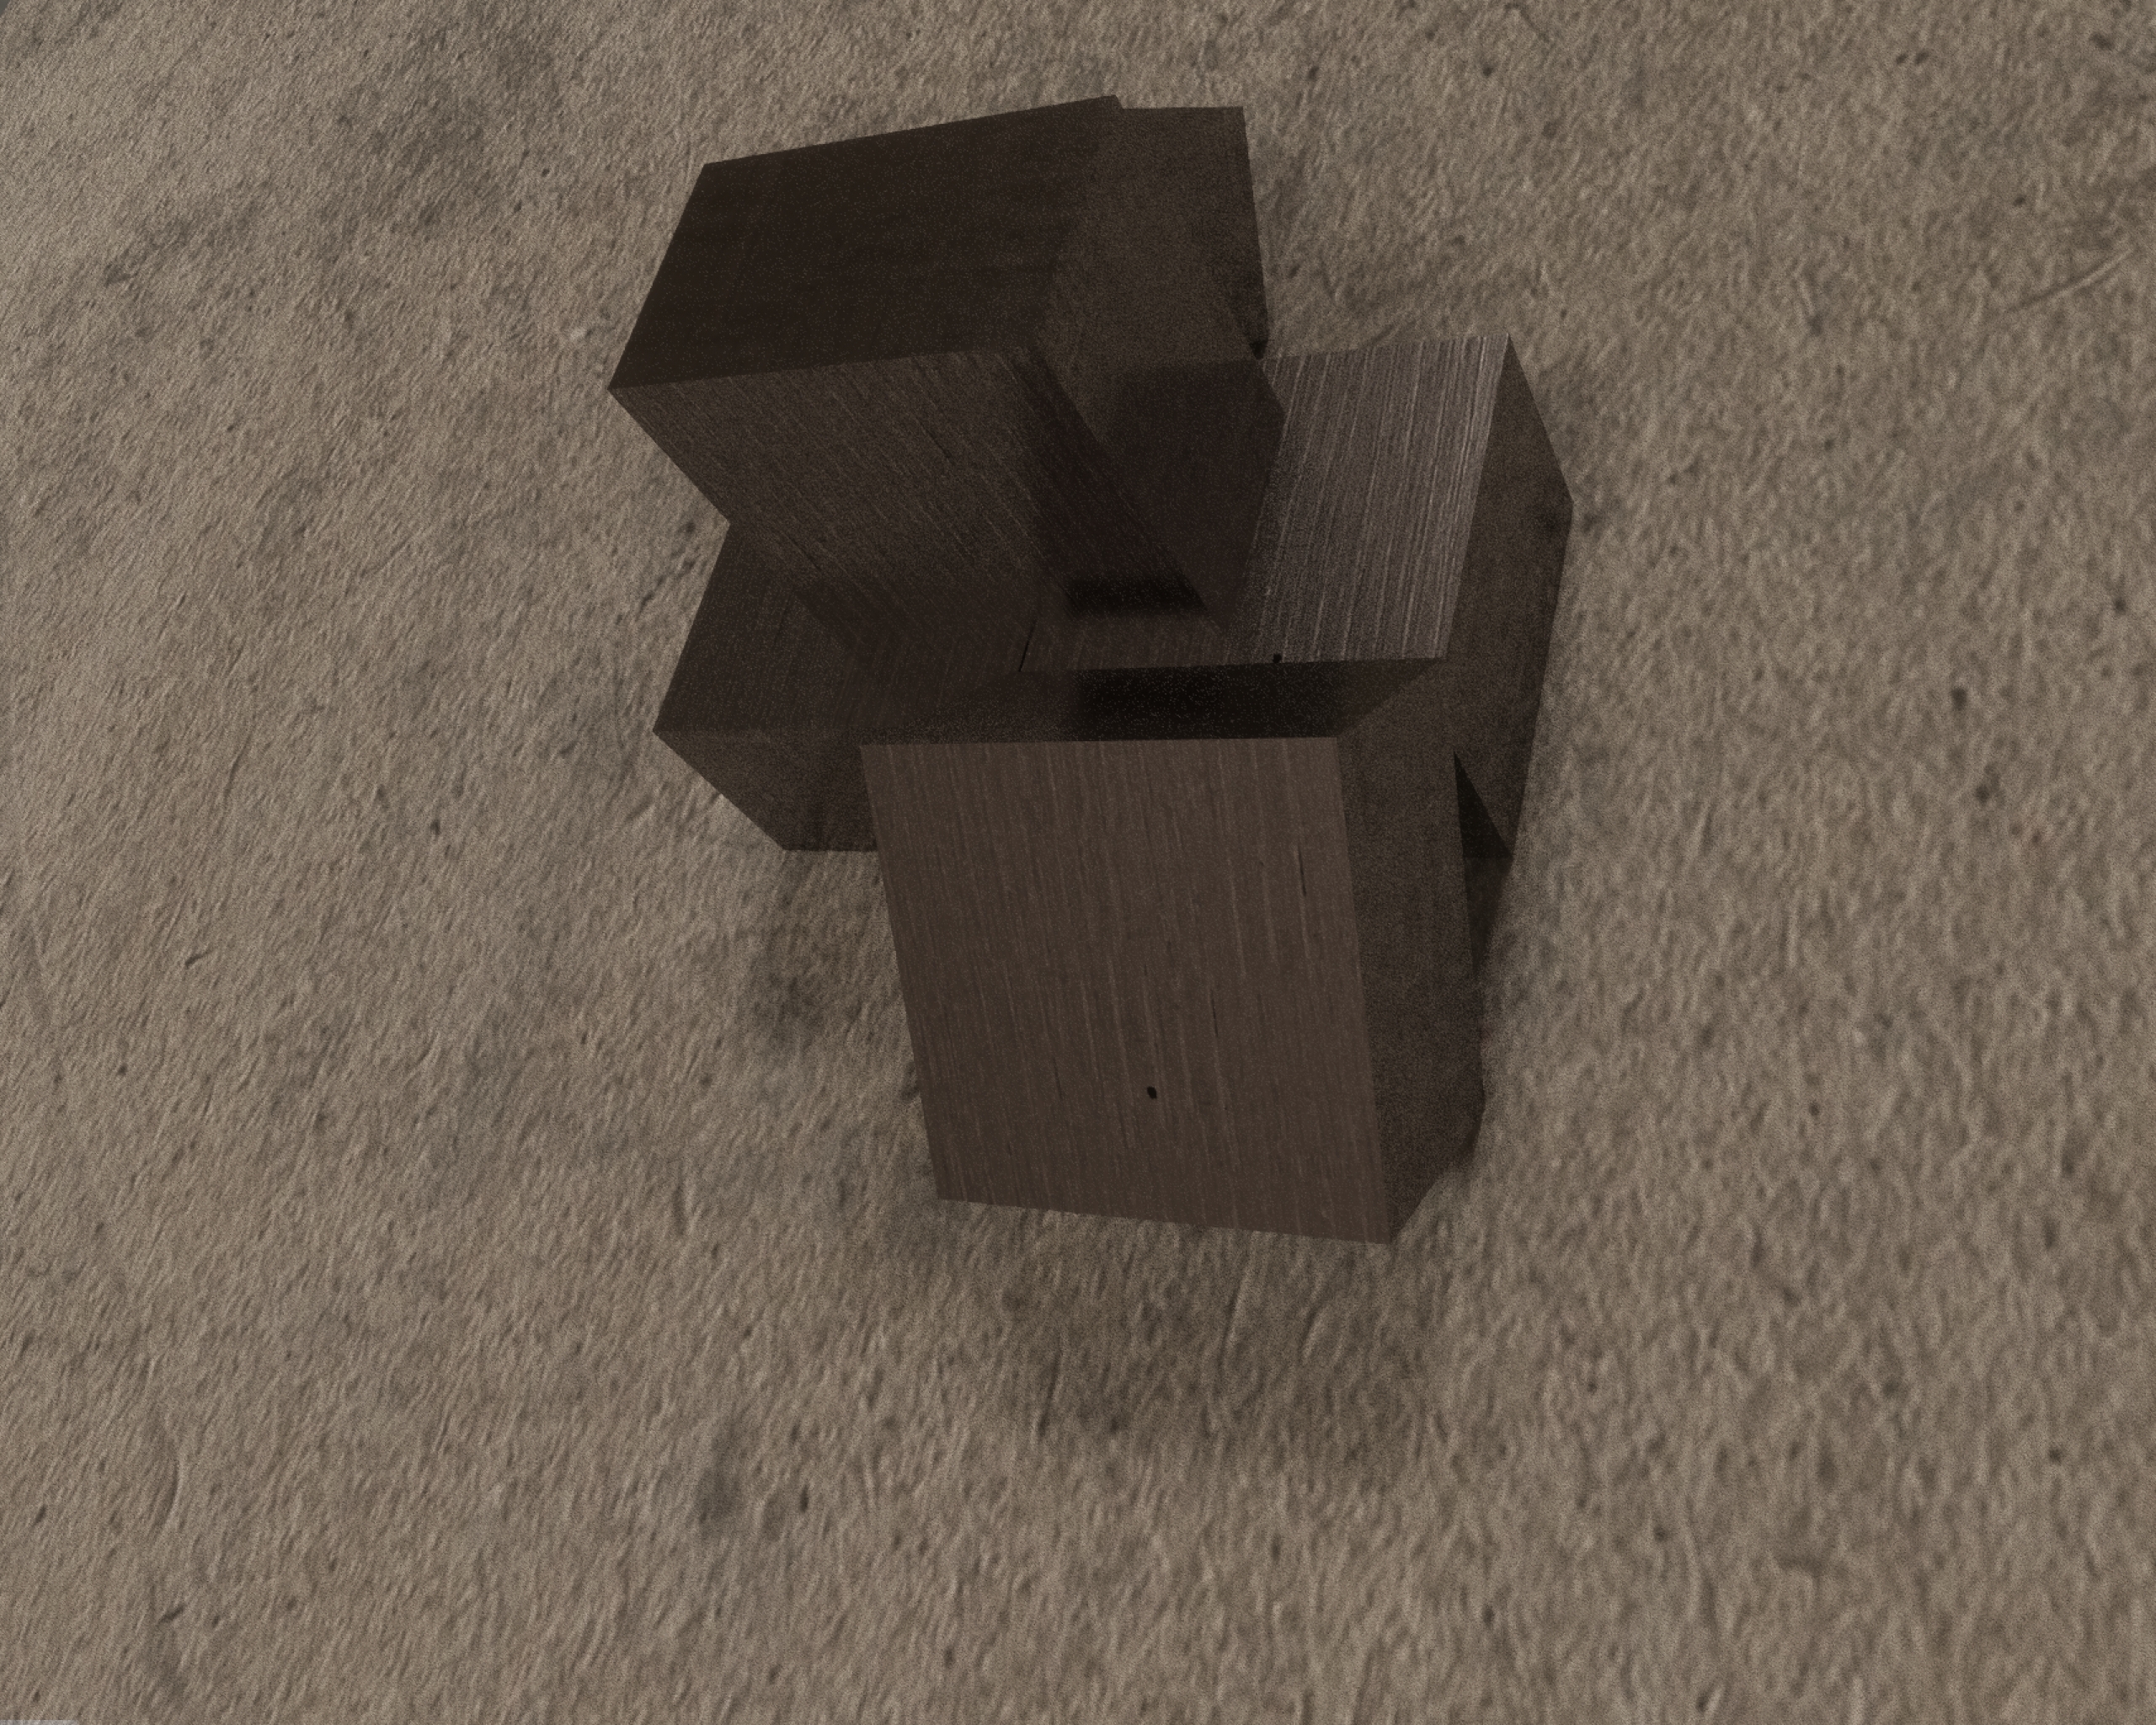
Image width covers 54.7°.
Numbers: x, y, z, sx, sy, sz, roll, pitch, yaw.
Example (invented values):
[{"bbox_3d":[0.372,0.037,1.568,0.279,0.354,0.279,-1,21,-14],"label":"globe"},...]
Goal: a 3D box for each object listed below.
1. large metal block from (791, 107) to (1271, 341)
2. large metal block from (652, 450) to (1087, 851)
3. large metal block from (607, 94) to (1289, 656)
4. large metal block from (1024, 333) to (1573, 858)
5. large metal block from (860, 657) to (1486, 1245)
[{"bbox_3d":[-0.014,-0.130,0.448,0.080,0.050,0.080,0,18,28],"label":"large metal block"},{"bbox_3d":[-0.029,-0.049,0.431,0.080,0.050,0.080,1,62,28],"label":"large metal block"},{"bbox_3d":[-0.019,-0.080,0.364,0.080,0.080,0.050,1,63,28],"label":"large metal block"},{"bbox_3d":[0.042,-0.048,0.394,0.080,0.050,0.080,1,62,28],"label":"large metal block"},{"bbox_3d":[0.018,0.012,0.344,0.080,0.079,0.050,1,18,28],"label":"large metal block"}]
